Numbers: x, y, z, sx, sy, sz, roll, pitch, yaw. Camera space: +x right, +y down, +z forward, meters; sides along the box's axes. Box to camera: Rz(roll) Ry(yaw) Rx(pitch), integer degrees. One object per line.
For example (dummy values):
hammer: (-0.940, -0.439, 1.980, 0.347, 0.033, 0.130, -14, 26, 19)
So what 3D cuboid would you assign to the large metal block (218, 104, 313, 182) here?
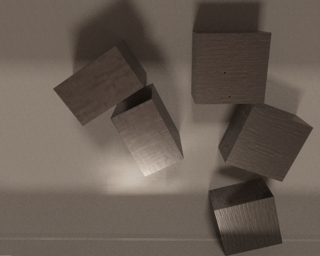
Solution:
large metal block: (0.134, 0.013, 0.405, 0.080, 0.050, 0.079, 19, 109, -7)

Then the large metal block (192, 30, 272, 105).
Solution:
large metal block: (0.081, -0.074, 0.372, 0.081, 0.050, 0.079, -1, 110, 0)

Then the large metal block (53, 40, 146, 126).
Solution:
large metal block: (-0.064, -0.056, 0.361, 0.080, 0.080, 0.050, -31, 107, 10)

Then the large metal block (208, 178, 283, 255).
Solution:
large metal block: (0.122, 0.127, 0.447, 0.080, 0.050, 0.080, -15, 110, 5)

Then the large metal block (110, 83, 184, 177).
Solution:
large metal block: (-0.013, -0.001, 0.381, 0.050, 0.080, 0.080, -26, 108, 9)
